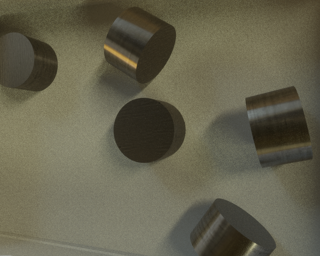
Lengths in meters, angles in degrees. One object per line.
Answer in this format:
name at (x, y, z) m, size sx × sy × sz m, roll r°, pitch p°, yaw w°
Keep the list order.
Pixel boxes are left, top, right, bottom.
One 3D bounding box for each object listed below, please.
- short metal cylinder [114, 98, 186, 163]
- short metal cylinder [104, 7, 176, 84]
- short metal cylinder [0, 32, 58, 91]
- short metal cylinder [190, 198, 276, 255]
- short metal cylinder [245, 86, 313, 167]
short metal cylinder at (-0.012, 0.003, 0.401) m, size 0.080 × 0.050 × 0.080 m, roll 0°, pitch 90°, yaw 20°
short metal cylinder at (-0.024, -0.103, 0.390) m, size 0.050 × 0.080 × 0.080 m, roll 34°, pitch 101°, yaw 16°
short metal cylinder at (-0.205, -0.098, 0.470) m, size 0.080 × 0.050 × 0.080 m, roll 0°, pitch 90°, yaw 20°
short metal cylinder at (0.082, 0.126, 0.352) m, size 0.080 × 0.080 × 0.050 m, roll 36°, pitch 102°, yaw 16°
short metal cylinder at (0.128, -0.001, 0.336) m, size 0.050 × 0.080 × 0.080 m, roll -14°, pitch 86°, yaw 19°
